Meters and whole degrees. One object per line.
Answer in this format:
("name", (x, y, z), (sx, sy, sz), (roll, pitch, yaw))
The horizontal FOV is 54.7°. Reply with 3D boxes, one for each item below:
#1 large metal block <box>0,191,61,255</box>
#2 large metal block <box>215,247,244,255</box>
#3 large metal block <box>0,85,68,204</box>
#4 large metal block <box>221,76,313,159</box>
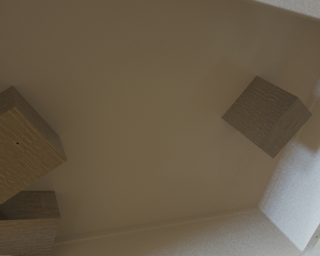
("large metal block", (-0.174, 0.123, 0.374), (0.081, 0.050, 0.079), (8, 115, -32))
("large metal block", (0.161, 0.308, 0.654), (0.080, 0.080, 0.050), (32, 100, -38))
("large metal block", (-0.157, 0.018, 0.317), (0.080, 0.050, 0.080), (-34, 129, -6))
("large metal block", (0.151, -0.017, 0.445), (0.050, 0.080, 0.080), (32, 100, -38))
